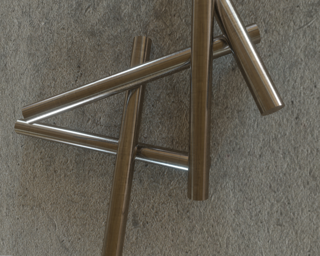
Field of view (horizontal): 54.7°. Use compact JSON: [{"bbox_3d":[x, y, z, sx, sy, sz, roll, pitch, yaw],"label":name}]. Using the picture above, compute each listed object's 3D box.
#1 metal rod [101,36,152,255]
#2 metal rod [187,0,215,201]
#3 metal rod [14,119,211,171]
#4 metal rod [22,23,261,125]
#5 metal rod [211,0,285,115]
[{"bbox_3d":[-0.042,0.028,0.396,0.025,0.025,0.299,4,81,20],"label":"metal rod"},{"bbox_3d":[0.047,-0.066,0.352,0.025,0.025,0.298,3,97,20],"label":"metal rod"},{"bbox_3d":[-0.079,0.023,0.436,0.301,0.025,0.025,10,94,19],"label":"metal rod"},{"bbox_3d":[-0.027,-0.065,0.382,0.301,0.025,0.025,-19,84,5],"label":"metal rod"},{"bbox_3d":[0.067,-0.153,0.360,0.025,0.025,0.299,-26,73,18],"label":"metal rod"}]
